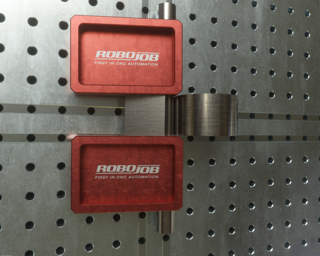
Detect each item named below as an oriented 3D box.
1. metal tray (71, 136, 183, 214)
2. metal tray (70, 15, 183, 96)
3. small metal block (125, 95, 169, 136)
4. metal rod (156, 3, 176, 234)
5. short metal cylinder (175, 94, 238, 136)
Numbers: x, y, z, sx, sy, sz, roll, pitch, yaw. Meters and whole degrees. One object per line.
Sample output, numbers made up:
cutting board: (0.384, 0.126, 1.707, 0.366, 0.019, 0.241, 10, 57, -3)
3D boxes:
metal tray: (-0.039, 0.054, 0.377, 0.131, 0.030, 0.089, 0, 90, -8)
metal tray: (-0.040, -0.085, 0.377, 0.131, 0.030, 0.089, 0, 90, -8)
small metal block: (-0.016, -0.016, 0.392, 0.050, 0.025, 0.050, 1, 90, 11)
metal rod: (0.008, -0.013, 0.411, 0.025, 0.025, 0.298, 0, 90, -20)
short metal cylinder: (0.060, -0.016, 0.402, 0.081, 0.080, 0.050, 0, 90, -20)
